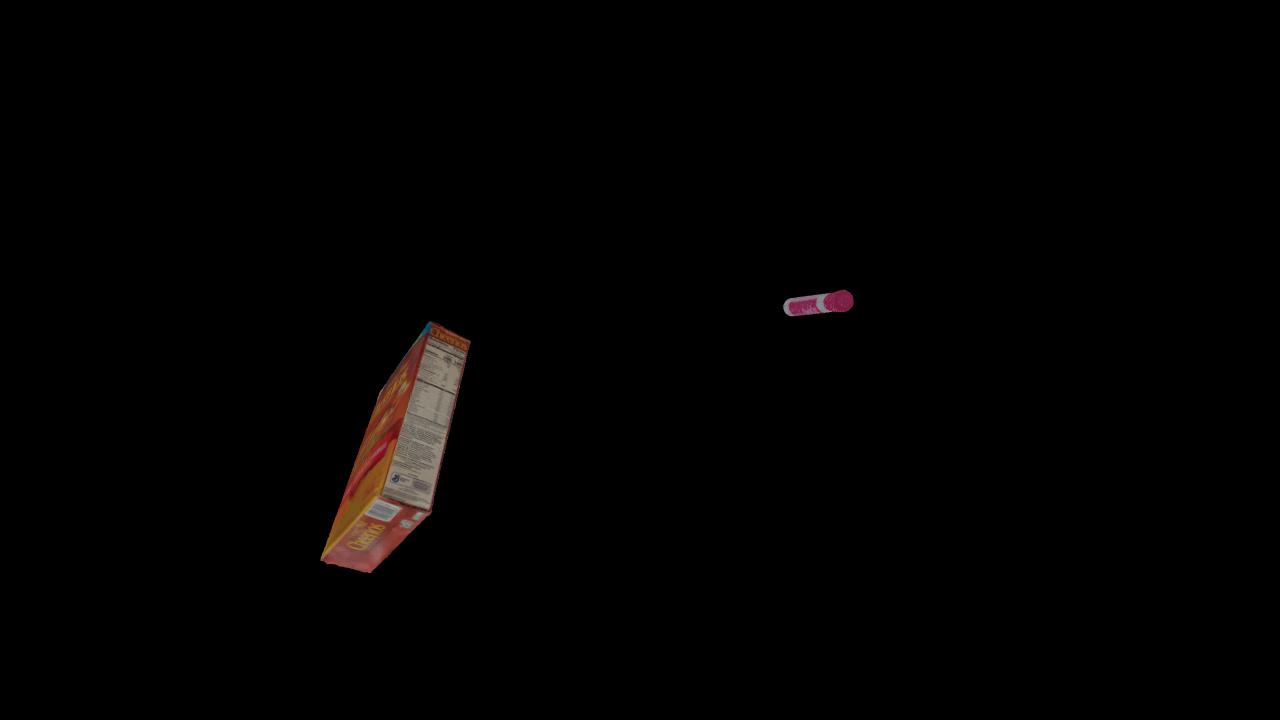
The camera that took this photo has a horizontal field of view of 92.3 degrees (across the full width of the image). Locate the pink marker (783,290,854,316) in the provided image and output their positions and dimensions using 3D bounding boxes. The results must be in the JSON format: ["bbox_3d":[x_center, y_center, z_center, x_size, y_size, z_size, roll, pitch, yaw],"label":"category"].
[{"bbox_3d":[0.164,-0.052,0.574,0.020,0.020,0.121,0,2,-8],"label":"pink marker"}]

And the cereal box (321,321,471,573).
[{"bbox_3d":[-0.343,0.117,0.881,0.081,0.306,0.203,27,-51,-28],"label":"cereal box"}]
